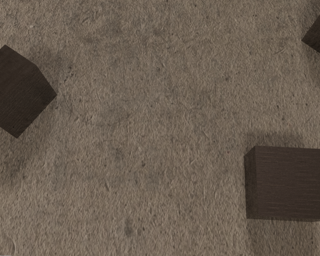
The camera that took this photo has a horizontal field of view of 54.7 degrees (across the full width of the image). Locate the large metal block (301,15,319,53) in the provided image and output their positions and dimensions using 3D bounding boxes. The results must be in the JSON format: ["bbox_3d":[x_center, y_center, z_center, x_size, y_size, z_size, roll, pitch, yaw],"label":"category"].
[{"bbox_3d":[0.262,-0.158,0.440,0.050,0.080,0.080,42,75,13],"label":"large metal block"}]

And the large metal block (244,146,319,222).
[{"bbox_3d":[0.149,0.068,0.372,0.081,0.050,0.080,3,70,0],"label":"large metal block"}]

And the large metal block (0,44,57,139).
[{"bbox_3d":[-0.188,-0.043,0.392,0.050,0.080,0.080,34,73,11],"label":"large metal block"}]
